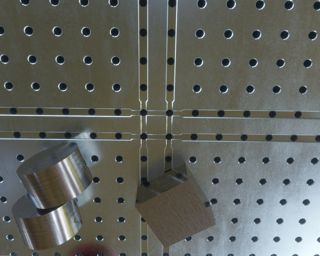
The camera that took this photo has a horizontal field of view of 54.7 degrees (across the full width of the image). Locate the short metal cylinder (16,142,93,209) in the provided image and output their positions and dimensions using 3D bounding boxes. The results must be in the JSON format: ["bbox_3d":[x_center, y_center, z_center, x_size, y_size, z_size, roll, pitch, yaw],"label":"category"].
[{"bbox_3d":[-0.136,0.060,0.405,0.080,0.080,0.050,-17,109,6],"label":"short metal cylinder"}]

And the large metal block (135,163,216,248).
[{"bbox_3d":[0.022,0.110,0.441,0.080,0.050,0.080,-28,108,10],"label":"large metal block"}]

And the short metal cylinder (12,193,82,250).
[{"bbox_3d":[-0.153,0.119,0.427,0.080,0.080,0.050,-9,110,3],"label":"short metal cylinder"}]
